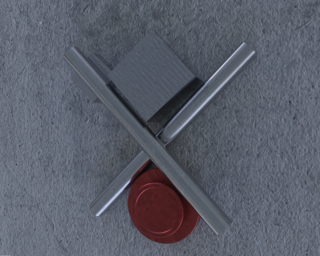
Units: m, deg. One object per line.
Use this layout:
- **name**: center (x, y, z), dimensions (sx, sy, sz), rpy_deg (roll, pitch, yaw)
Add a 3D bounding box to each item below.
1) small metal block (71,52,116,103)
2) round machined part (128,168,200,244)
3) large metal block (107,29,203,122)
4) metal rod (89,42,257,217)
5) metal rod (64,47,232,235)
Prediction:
- **small metal block**: center (-0.089, -0.071, 0.442), dimensions (0.050, 0.025, 0.050), rpy_deg (45, 103, 14)
- **round machined part**: center (0.003, 0.101, 0.399), dimensions (0.098, 0.042, 0.097), rpy_deg (0, 90, 19)
- **large metal block**: center (-0.005, -0.064, 0.399), dimensions (0.080, 0.050, 0.080), rpy_deg (-43, 77, 14)
- **metal rod**: center (0.009, 0.010, 0.408), dimensions (0.025, 0.025, 0.299), rpy_deg (46, 104, 14)
- **metal rod**: center (-0.024, 0.007, 0.391), dimensions (0.025, 0.025, 0.300), rpy_deg (-45, 77, 14)
